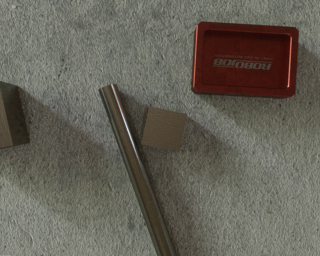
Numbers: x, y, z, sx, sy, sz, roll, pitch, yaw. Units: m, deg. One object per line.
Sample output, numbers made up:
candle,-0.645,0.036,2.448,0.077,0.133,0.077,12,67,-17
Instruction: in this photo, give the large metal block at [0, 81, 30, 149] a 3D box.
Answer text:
large metal block,-0.224,-0.010,0.395,0.080,0.050,0.080,-13,90,-1

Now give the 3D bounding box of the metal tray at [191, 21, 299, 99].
metal tray,0.110,-0.088,0.408,0.131,0.030,0.089,3,90,-1

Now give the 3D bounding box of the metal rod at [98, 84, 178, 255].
metal rod,-0.019,0.087,0.409,0.025,0.025,0.298,-20,90,0

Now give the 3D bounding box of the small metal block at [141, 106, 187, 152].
small metal block,0.005,0.001,0.410,0.050,0.025,0.050,12,90,-1
